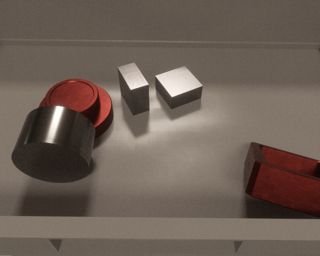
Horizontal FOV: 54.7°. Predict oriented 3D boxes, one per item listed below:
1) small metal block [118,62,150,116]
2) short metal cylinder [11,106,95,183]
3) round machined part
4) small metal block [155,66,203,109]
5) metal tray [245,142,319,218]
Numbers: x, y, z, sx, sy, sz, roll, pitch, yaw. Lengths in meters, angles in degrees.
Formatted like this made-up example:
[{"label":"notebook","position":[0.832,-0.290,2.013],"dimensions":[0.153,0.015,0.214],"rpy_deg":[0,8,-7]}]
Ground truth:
[{"label":"small metal block","position":[-0.037,-0.054,0.434],"dimensions":[0.025,0.050,0.050],"rpy_deg":[-19,53,-16]},{"label":"short metal cylinder","position":[-0.118,0.020,0.351],"dimensions":[0.081,0.080,0.050],"rpy_deg":[1,50,0]},{"label":"round machined part","position":[-0.114,-0.029,0.417],"dimensions":[0.099,0.042,0.098],"rpy_deg":[0,50,0]},{"label":"small metal block","position":[0.027,-0.060,0.456],"dimensions":[0.050,0.025,0.050],"rpy_deg":[-22,54,-18]},{"label":"metal tray","position":[0.134,0.048,0.310],"dimensions":[0.090,0.030,0.130],"rpy_deg":[16,9,13]}]
